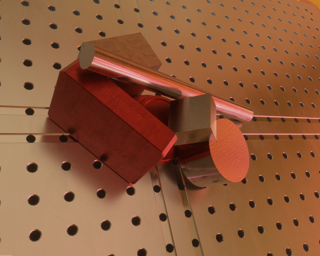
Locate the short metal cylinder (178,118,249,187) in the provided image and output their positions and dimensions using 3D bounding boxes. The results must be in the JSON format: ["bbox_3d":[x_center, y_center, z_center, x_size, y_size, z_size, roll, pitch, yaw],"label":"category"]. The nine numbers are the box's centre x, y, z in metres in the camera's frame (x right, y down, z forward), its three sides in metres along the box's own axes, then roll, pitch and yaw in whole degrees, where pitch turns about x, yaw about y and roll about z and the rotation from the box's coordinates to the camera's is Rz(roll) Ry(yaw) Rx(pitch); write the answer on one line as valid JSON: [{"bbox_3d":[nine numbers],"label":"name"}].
[{"bbox_3d":[0.069,0.033,0.396,0.081,0.050,0.080,17,64,-39],"label":"short metal cylinder"}]

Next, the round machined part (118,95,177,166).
[{"bbox_3d":[-0.005,-0.003,0.401,0.099,0.042,0.098,14,56,-21],"label":"round machined part"}]

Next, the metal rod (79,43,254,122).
[{"bbox_3d":[0.036,-0.044,0.395,0.302,0.025,0.025,12,54,-45],"label":"metal rod"}]

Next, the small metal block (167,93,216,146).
[{"bbox_3d":[0.038,-0.010,0.364,0.025,0.050,0.050,57,32,-47],"label":"small metal block"}]

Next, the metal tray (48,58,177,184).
[{"bbox_3d":[-0.056,-0.003,0.338,0.130,0.090,0.030,40,51,-2],"label":"metal tray"}]

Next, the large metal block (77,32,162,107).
[{"bbox_3d":[-0.057,-0.066,0.381,0.081,0.080,0.050,-23,75,-37],"label":"large metal block"}]
